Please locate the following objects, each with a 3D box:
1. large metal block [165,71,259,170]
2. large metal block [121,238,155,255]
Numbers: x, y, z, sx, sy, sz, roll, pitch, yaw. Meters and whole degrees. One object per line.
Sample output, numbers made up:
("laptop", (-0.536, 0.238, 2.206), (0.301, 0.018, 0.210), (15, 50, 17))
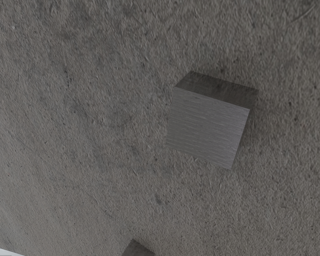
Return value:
("large metal block", (0.057, -0.010, 0.354), (0.080, 0.050, 0.079), (19, 126, 17))
("large metal block", (-0.061, 0.266, 0.568), (0.050, 0.080, 0.079), (32, 129, 7))
